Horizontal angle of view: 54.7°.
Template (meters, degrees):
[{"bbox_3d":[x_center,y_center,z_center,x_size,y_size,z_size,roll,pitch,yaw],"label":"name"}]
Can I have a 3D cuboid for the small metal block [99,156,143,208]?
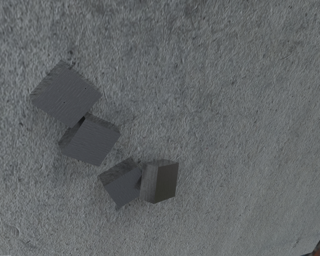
[{"bbox_3d":[-0.048,0.075,0.427,0.050,0.025,0.050,-30,129,-9],"label":"small metal block"}]

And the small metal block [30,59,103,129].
[{"bbox_3d":[-0.100,-0.036,0.330,0.050,0.025,0.050,-47,129,5],"label":"small metal block"}]

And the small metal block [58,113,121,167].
[{"bbox_3d":[-0.084,0.013,0.369,0.050,0.025,0.050,27,103,-38],"label":"small metal block"}]

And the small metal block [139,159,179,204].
[{"bbox_3d":[0.000,0.073,0.430,0.050,0.025,0.050,-2,100,-54],"label":"small metal block"}]
